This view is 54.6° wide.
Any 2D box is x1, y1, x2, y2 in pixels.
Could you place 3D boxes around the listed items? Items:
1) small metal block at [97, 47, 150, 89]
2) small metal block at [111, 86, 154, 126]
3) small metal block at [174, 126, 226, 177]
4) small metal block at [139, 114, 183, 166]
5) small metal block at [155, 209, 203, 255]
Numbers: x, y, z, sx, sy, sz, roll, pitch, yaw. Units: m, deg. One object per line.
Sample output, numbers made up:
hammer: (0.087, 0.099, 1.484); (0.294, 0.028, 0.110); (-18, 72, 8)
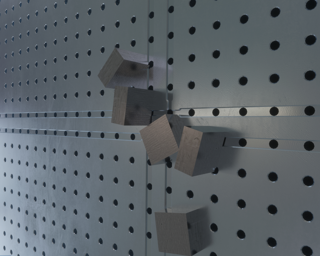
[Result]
small metal block: (-0.051, -0.081, 0.436); (0.050, 0.050, 0.025); (-50, 61, 28)
small metal block: (-0.037, -0.030, 0.425); (0.025, 0.050, 0.050); (12, 98, 39)
small metal block: (0.047, 0.025, 0.355); (0.025, 0.050, 0.050); (21, 103, 38)
small metal block: (0.006, 0.016, 0.406); (0.050, 0.025, 0.050); (-32, 70, 35)
small metal block: (0.023, 0.130, 0.392); (0.050, 0.025, 0.050); (-11, 83, 39)
